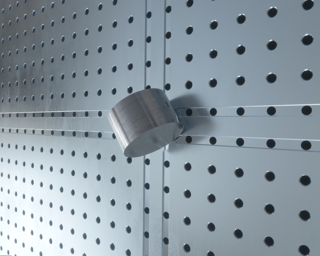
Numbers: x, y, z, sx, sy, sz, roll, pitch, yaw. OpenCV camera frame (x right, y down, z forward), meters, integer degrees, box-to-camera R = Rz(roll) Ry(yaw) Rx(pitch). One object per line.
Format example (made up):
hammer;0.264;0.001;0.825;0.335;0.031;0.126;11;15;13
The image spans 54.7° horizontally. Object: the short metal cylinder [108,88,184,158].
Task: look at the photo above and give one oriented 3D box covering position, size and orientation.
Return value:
short metal cylinder;-0.018;-0.005;0.386;0.080;0.081;0.050;-41;65;32
